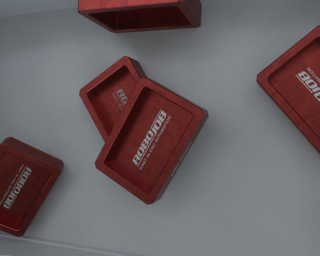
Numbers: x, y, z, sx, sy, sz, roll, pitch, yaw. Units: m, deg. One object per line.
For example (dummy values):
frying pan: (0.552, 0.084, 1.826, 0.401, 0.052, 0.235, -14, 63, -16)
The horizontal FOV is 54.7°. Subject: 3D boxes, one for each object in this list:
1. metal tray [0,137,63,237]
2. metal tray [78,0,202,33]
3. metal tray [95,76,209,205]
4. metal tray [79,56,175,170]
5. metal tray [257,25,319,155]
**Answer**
metal tray: (-0.215, 0.089, 0.459, 0.090, 0.030, 0.129, 30, 101, -17)
metal tray: (-0.022, -0.148, 0.383, 0.130, 0.090, 0.030, 3, 91, 20)
metal tray: (-0.012, 0.015, 0.379, 0.090, 0.030, 0.129, 32, 100, 17)
metal tray: (-0.042, -0.019, 0.422, 0.090, 0.030, 0.130, -33, 79, 17)
metal tray: (0.184, -0.035, 0.342, 0.090, 0.030, 0.130, -40, 77, 15)
